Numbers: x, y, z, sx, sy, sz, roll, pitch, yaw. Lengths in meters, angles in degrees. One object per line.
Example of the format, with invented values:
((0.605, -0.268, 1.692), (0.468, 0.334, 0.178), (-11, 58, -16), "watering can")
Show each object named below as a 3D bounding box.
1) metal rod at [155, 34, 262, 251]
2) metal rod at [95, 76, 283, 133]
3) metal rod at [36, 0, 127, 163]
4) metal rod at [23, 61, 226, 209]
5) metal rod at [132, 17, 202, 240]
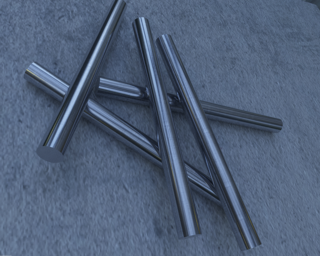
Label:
((0.054, 0.002, 0.399), (0.025, 0.025, 0.299), (-7, 65, -32), "metal rod")
((0.057, -0.029, 0.453), (0.302, 0.025, 0.025), (10, 57, -23), "metal rod")
((-0.083, -0.084, 0.386), (0.025, 0.025, 0.300), (23, 45, -15), "metal rod")
((-0.028, 0.016, 0.380), (0.301, 0.025, 0.025), (34, 51, -6), "metal rod")
((0.002, -0.019, 0.384), (0.025, 0.025, 0.299), (2, 61, -28), "metal rod")
